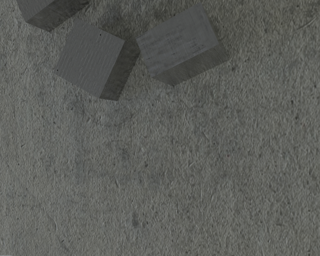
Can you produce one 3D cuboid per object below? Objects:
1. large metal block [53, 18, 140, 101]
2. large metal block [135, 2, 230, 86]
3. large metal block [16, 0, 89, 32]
[{"bbox_3d":[-0.086,-0.092,0.426,0.080,0.050,0.080,29,99,17],"label":"large metal block"},{"bbox_3d":[0.030,-0.094,0.369,0.080,0.080,0.050,-24,82,18],"label":"large metal block"},{"bbox_3d":[-0.164,-0.202,0.454,0.080,0.050,0.080,-28,81,18],"label":"large metal block"}]
